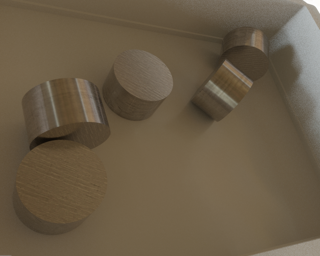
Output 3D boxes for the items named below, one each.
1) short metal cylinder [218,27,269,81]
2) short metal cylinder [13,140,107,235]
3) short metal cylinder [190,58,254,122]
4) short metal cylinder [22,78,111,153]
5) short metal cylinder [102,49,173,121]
[{"bbox_3d":[0.142,-0.123,0.525,0.080,0.080,0.050,25,53,-13],"label":"short metal cylinder"},{"bbox_3d":[-0.098,0.058,0.302,0.081,0.050,0.080,14,56,-21],"label":"short metal cylinder"},{"bbox_3d":[0.090,-0.056,0.455,0.050,0.080,0.080,39,51,-2],"label":"short metal cylinder"},{"bbox_3d":[-0.097,-0.009,0.324,0.081,0.080,0.050,-6,65,-31],"label":"short metal cylinder"},{"bbox_3d":[-0.030,-0.056,0.409,0.081,0.050,0.080,14,56,-21],"label":"short metal cylinder"}]
